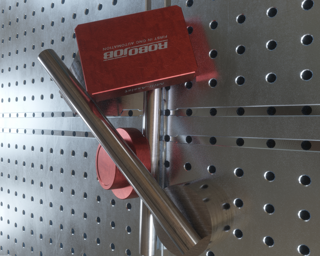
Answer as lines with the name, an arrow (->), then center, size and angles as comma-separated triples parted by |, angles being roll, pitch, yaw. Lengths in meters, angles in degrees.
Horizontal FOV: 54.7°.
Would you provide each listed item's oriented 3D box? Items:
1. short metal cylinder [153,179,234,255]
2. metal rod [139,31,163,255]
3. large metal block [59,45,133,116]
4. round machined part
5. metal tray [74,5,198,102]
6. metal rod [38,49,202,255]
short metal cylinder -> 0.038, 0.103, 0.361 | 0.080, 0.050, 0.079 | 0, 90, 39
metal rod -> -0.011, 0.020, 0.417 | 0.025, 0.025, 0.298 | 3, 92, 39
large metal block -> -0.083, -0.065, 0.441 | 0.050, 0.081, 0.080 | 49, 119, 28
round machined part -> -0.056, 0.048, 0.421 | 0.098, 0.042, 0.097 | -1, 89, 57
metal tray -> -0.029, -0.091, 0.376 | 0.131, 0.030, 0.090 | -13, 79, -4
metal rod -> -0.059, 0.013, 0.364 | 0.300, 0.025, 0.025 | 50, 119, 19
